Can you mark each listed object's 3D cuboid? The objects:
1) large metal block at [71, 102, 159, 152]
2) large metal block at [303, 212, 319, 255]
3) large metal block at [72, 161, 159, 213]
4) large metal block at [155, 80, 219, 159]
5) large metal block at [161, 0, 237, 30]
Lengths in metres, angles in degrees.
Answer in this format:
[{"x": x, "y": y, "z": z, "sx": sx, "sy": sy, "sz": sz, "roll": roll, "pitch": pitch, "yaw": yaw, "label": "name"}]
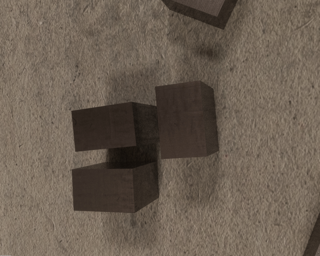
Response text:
[{"x": -0.053, "y": -0.001, "z": 0.397, "sx": 0.080, "sy": 0.080, "sz": 0.050, "roll": -7, "pitch": 88, "yaw": 19, "label": "large metal block"}, {"x": 0.205, "y": 0.131, "z": 0.324, "sx": 0.080, "sy": 0.050, "sz": 0.080, "roll": 19, "pitch": 96, "yaw": 18, "label": "large metal block"}, {"x": -0.054, "y": 0.072, "z": 0.398, "sx": 0.080, "sy": 0.080, "sz": 0.050, "roll": -3, "pitch": 89, "yaw": 19, "label": "large metal block"}, {"x": 0.035, "y": -0.008, "z": 0.367, "sx": 0.050, "sy": 0.080, "sz": 0.080, "roll": -6, "pitch": 88, "yaw": 20, "label": "large metal block"}, {"x": 0.055, "y": -0.178, "z": 0.376, "sx": 0.080, "sy": 0.050, "sz": 0.080, "roll": 27, "pitch": 99, "yaw": 17, "label": "large metal block"}]
